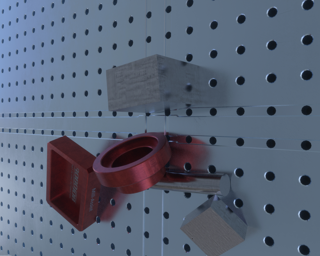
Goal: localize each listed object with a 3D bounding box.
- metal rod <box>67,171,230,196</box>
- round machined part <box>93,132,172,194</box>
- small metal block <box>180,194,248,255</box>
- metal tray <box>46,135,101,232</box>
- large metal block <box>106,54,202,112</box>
[{"bbox_3d":[-0.043,0.071,0.442,0.300,0.025,0.025,-4,88,39],"label":"metal rod"},{"bbox_3d":[-0.031,0.047,0.394,0.098,0.099,0.042,-4,116,39],"label":"round machined part"},{"bbox_3d":[0.060,0.111,0.346,0.050,0.025,0.050,45,120,1],"label":"small metal block"},{"bbox_3d":[-0.137,0.088,0.484,0.090,0.030,0.129,30,125,25],"label":"metal tray"},{"bbox_3d":[-0.007,-0.049,0.377,0.080,0.081,0.050,-7,86,39],"label":"large metal block"}]
